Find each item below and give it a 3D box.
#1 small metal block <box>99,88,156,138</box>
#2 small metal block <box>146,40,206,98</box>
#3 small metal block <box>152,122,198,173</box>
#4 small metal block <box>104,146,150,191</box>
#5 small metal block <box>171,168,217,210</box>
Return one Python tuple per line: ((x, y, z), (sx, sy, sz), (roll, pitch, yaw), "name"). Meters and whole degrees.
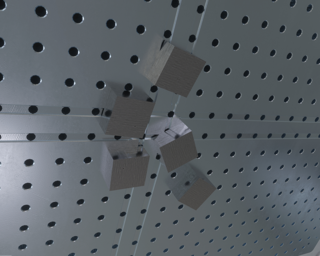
((-0.040, -0.017, 0.378), (0.050, 0.025, 0.050), (7, 115, -32), "small metal block")
((0.020, -0.071, 0.378), (0.050, 0.025, 0.050), (16, 110, -35), "small metal block")
((0.022, 0.028, 0.440), (0.050, 0.025, 0.050), (-27, 128, -12), "small metal block")
((-0.045, 0.054, 0.419), (0.050, 0.025, 0.050), (-4, 120, -27), "small metal block")
((0.055, 0.100, 0.502), (0.050, 0.025, 0.050), (-49, 129, 6), "small metal block")
